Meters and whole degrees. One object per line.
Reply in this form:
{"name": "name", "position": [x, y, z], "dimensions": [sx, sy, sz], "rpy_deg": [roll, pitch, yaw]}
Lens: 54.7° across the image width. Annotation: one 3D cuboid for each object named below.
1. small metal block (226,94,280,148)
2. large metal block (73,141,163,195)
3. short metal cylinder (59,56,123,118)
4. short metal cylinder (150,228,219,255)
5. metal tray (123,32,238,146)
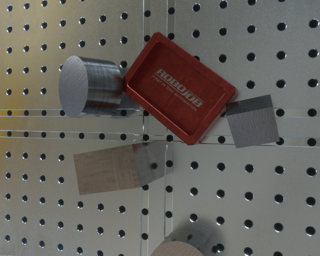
{"name": "small metal block", "position": [0.108, -0.007, 0.361], "dimensions": [0.050, 0.025, 0.050], "rpy_deg": [-12, 125, 19]}
{"name": "large metal block", "position": [-0.051, 0.050, 0.401], "dimensions": [0.080, 0.080, 0.050], "rpy_deg": [-11, 87, 19]}
{"name": "short metal cylinder", "position": [-0.094, -0.054, 0.416], "dimensions": [0.080, 0.050, 0.079], "rpy_deg": [3, 94, 47]}
{"name": "short metal cylinder", "position": [0.031, 0.173, 0.388], "dimensions": [0.080, 0.050, 0.079], "rpy_deg": [0, 90, 20]}
{"name": "metal tray", "position": [0.022, -0.051, 0.402], "dimensions": [0.130, 0.030, 0.090], "rpy_deg": [40, 102, 15]}
